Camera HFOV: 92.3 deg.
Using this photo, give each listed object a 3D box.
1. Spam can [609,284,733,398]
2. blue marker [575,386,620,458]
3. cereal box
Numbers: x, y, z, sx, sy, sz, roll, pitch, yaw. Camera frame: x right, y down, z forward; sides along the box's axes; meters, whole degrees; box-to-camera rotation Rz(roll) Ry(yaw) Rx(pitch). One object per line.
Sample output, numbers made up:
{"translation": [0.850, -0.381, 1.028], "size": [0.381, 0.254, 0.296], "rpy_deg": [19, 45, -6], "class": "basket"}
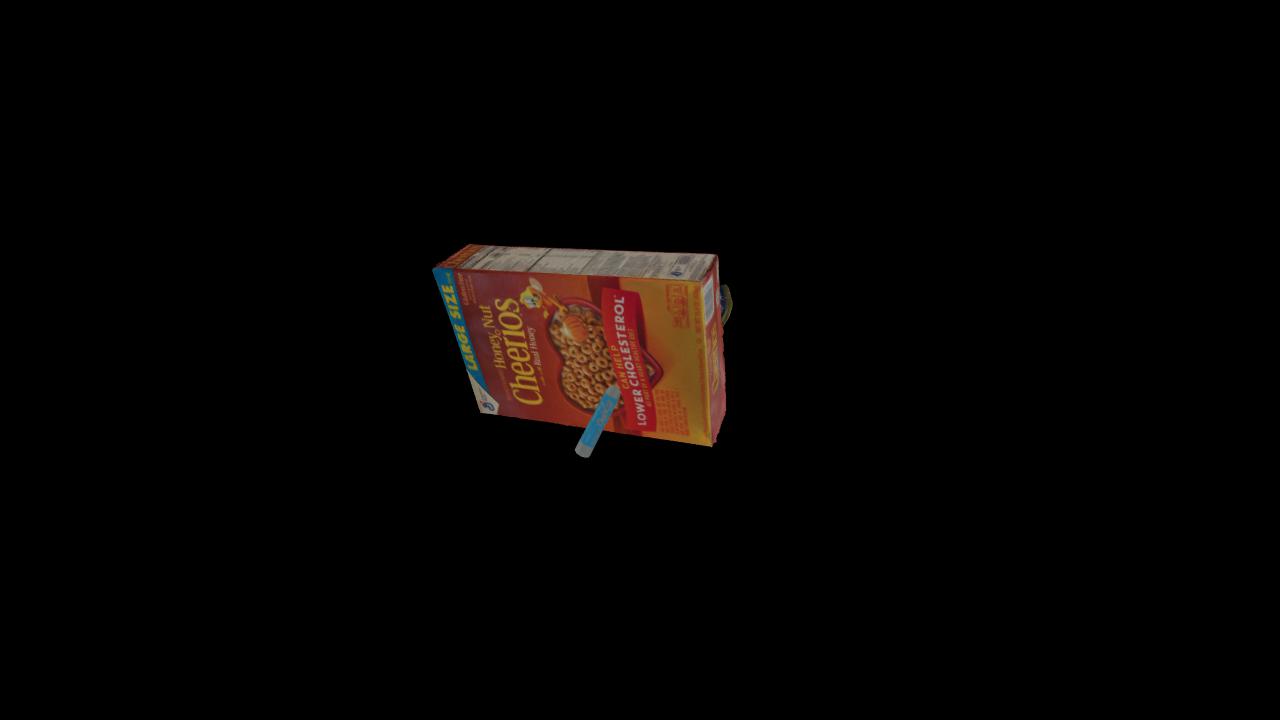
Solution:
{"translation": [0.047, -0.052, 0.729], "size": [0.085, 0.101, 0.058], "rpy_deg": [15, 40, -19], "class": "Spam can"}
{"translation": [-0.038, 0.053, 0.669], "size": [0.020, 0.121, 0.020], "rpy_deg": [25, 17, -8], "class": "blue marker"}
{"translation": [-0.062, -0.019, 0.687], "size": [0.306, 0.203, 0.081], "rpy_deg": [6, 35, 19], "class": "cereal box"}
